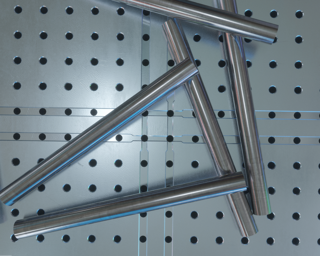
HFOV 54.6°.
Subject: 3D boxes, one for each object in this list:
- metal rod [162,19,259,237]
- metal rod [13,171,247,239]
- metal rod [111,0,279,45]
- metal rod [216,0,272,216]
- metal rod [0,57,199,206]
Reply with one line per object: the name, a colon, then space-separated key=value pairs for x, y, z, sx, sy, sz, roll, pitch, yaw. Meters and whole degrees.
metal rod: x=0.067 y=-0.001 z=0.413 sx=0.025 sy=0.025 sz=0.299 roll=-21 pitch=90 yaw=0
metal rod: x=-0.042 y=0.100 z=0.399 sx=0.301 sy=0.025 sz=0.025 roll=-13 pitch=90 yaw=5
metal rod: x=-0.001 y=-0.160 z=0.397 sx=0.301 sy=0.025 sz=0.025 roll=18 pitch=90 yaw=6
metal rod: x=0.111 y=-0.034 z=0.413 sx=0.025 sy=0.025 sz=0.298 roll=-10 pitch=90 yaw=0
metal rod: x=-0.081 y=0.007 z=0.399 sx=0.300 sy=0.025 sz=0.025 roll=-35 pitch=90 yaw=5
